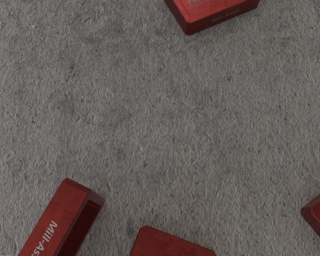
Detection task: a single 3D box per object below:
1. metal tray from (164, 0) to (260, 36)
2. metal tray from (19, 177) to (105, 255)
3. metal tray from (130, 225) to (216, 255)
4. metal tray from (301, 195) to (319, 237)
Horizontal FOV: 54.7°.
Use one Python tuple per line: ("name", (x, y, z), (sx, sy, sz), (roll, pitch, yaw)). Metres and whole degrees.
("metal tray", (0.079, -0.208, 0.481), (0.131, 0.030, 0.090), (-25, 72, -9))
("metal tray", (-0.109, 0.124, 0.327), (0.030, 0.090, 0.130), (24, 72, 8))
("metal tray", (-0.001, 0.184, 0.338), (0.090, 0.030, 0.130), (19, 71, 6))
("metal tray", (0.250, 0.098, 0.371), (0.131, 0.030, 0.090), (-33, 73, -12))
